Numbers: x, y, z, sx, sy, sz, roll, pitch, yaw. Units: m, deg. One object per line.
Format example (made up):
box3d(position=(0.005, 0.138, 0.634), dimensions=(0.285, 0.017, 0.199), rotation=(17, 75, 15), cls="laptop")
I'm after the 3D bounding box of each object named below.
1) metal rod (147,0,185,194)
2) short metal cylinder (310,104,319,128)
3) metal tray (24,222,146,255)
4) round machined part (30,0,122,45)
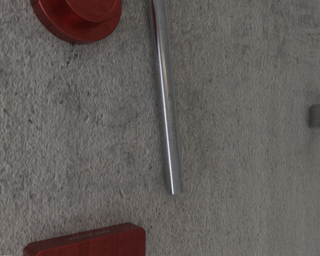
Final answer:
box3d(position=(0.006, -0.062, 0.409), dimensions=(0.025, 0.025, 0.298), rotation=(-10, 96, -40), cls="metal rod")
box3d(position=(0.376, -0.024, 0.684), dimensions=(0.081, 0.080, 0.050), rotation=(7, 86, -40), cls="short metal cylinder")
box3d(position=(-0.077, 0.161, 0.338), dimensions=(0.131, 0.030, 0.089), rotation=(2, 89, -40), cls="metal tray")
box3d(position=(-0.081, -0.141, 0.325), dimensions=(0.099, 0.042, 0.097), rotation=(0, 90, -40), cls="round machined part")
